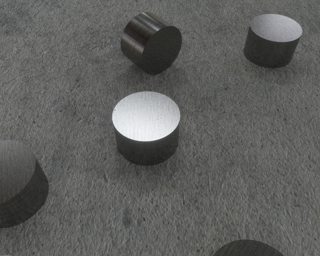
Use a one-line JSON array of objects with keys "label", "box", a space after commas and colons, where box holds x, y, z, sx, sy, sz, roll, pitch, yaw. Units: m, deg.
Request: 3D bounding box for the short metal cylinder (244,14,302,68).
[{"label": "short metal cylinder", "box": [0.183, -0.144, 0.509, 0.080, 0.050, 0.080, 0, 50, 0]}]

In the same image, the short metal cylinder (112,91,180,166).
[{"label": "short metal cylinder", "box": [-0.016, 0.000, 0.387, 0.080, 0.050, 0.080, 0, 50, 0]}]

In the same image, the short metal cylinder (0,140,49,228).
[{"label": "short metal cylinder", "box": [-0.169, 0.060, 0.335, 0.080, 0.050, 0.080, 0, 50, 0]}]

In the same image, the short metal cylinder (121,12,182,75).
[{"label": "short metal cylinder", "box": [-0.013, -0.129, 0.476, 0.080, 0.080, 0.050, -33, 58, -25]}]

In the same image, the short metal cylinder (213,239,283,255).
[{"label": "short metal cylinder", "box": [0.075, 0.145, 0.266, 0.080, 0.050, 0.080, 0, 50, 0]}]
